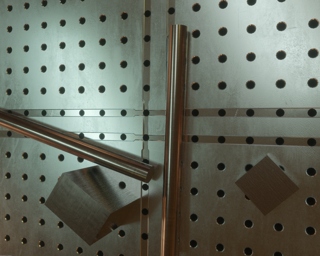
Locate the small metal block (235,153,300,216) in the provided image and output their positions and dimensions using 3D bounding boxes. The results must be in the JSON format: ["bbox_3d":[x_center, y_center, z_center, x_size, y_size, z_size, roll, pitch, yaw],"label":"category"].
[{"bbox_3d":[0.126,0.066,0.368,0.050,0.025,0.050,-45,76,14],"label":"small metal block"}]

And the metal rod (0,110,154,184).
[{"bbox_3d":[-0.149,0.019,0.465,0.301,0.025,0.025,18,96,19],"label":"metal rod"}]

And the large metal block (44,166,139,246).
[{"bbox_3d":[-0.088,0.098,0.414,0.080,0.080,0.050,35,102,16],"label":"large metal block"}]

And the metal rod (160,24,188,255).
[{"bbox_3d":[0.018,0.018,0.405,0.025,0.025,0.298,2,91,20],"label":"metal rod"}]
